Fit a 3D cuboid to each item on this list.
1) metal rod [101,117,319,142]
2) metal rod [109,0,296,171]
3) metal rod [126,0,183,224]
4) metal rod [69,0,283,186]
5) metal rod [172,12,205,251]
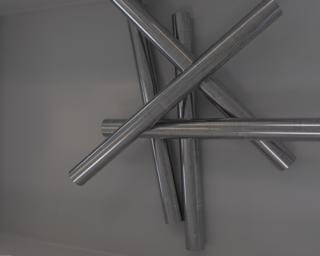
[{"bbox_3d":[0.067,0.001,0.352,0.301,0.025,0.025,0,90,24],"label":"metal rod"},{"bbox_3d":[0.044,-0.066,0.371,0.300,0.025,0.025,46,104,5],"label":"metal rod"},{"bbox_3d":[-0.009,-0.025,0.413,0.025,0.025,0.298,-12,86,19],"label":"metal rod"},{"bbox_3d":[0.008,-0.033,0.355,0.300,0.025,0.025,-40,77,12],"label":"metal rod"},{"bbox_3d":[0.036,0.003,0.397,0.025,0.025,0.298,-4,89,20],"label":"metal rod"}]
